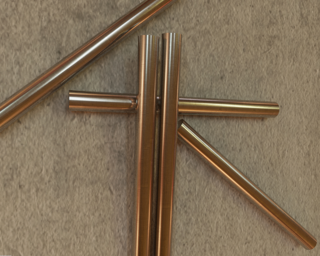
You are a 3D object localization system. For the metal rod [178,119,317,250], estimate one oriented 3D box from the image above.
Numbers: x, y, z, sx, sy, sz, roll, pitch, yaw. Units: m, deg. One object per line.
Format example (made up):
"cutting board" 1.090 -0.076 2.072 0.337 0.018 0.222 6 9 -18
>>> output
"metal rod" 0.132 0.092 0.459 0.300 0.025 0.025 41 77 -16

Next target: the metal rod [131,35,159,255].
"metal rod" -0.020 0.040 0.384 0.025 0.025 0.298 0 97 -20

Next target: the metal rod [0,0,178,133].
"metal rod" -0.082 -0.096 0.379 0.301 0.025 0.025 -41 104 -16

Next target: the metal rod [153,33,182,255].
"metal rod" 0.008 0.034 0.394 0.025 0.025 0.298 0 97 -20

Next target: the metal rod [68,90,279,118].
"metal rod" 0.033 -0.030 0.422 0.303 0.025 0.025 1 90 -21
